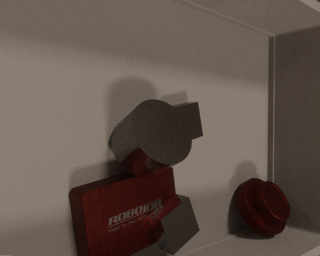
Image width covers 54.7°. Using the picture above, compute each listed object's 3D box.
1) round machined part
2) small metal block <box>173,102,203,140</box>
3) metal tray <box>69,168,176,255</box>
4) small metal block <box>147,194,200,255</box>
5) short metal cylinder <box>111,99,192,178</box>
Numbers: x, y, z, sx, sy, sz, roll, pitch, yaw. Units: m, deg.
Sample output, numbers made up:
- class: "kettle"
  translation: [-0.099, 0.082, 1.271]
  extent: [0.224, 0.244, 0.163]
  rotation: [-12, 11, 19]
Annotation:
- class: "round machined part"
  translation: [0.179, 0.129, 0.521]
  extent: [0.099, 0.042, 0.098]
  rotation: [24, 45, -26]
- class: "small metal block"
  translation: [0.031, -0.008, 0.435]
  extent: [0.050, 0.025, 0.050]
  rotation: [-17, 101, -39]
- class: "metal tray"
  translation: [-0.037, 0.101, 0.374]
  extent: [0.131, 0.030, 0.089]
  rotation: [-12, 98, -40]
- class: "small metal block"
  translation: [0.018, 0.118, 0.384]
  extent: [0.050, 0.025, 0.050]
  rotation: [-30, 109, -36]
- class: "short metal cylinder"
  translation: [-0.010, 0.013, 0.365]
  extent: [0.081, 0.050, 0.080]
  rotation: [17, 56, -28]
